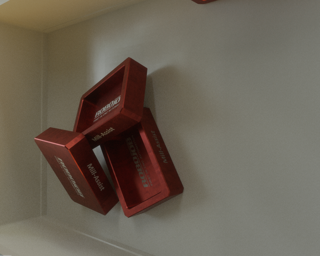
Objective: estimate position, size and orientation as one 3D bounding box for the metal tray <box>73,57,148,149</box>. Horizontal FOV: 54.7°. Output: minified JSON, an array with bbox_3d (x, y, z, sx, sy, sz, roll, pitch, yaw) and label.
[{"bbox_3d":[-0.073,-0.030,0.433,0.130,0.030,0.090,-28,46,41],"label":"metal tray"}]

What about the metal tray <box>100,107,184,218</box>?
[{"bbox_3d":[-0.031,0.046,0.429,0.090,0.030,0.130,-36,68,34],"label":"metal tray"}]

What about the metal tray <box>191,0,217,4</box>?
[{"bbox_3d":[0.070,-0.165,0.306,0.130,0.091,0.030,1,91,40],"label":"metal tray"}]

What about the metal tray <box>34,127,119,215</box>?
[{"bbox_3d":[-0.122,0.064,0.459,0.090,0.030,0.129,7,129,41],"label":"metal tray"}]
